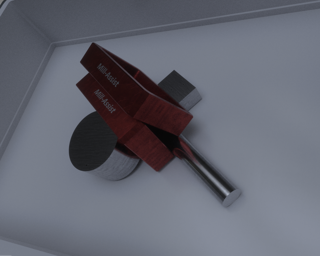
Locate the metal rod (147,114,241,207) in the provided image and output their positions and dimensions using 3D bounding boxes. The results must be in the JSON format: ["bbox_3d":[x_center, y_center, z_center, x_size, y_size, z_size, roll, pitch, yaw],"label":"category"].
[{"bbox_3d":[-0.008,-0.011,0.415,0.025,0.025,0.300,-43,51,-2],"label":"metal rod"}]

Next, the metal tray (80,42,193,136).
[{"bbox_3d":[-0.030,-0.048,0.373,0.030,0.090,0.130,-54,50,12],"label":"metal tray"}]

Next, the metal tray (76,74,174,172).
[{"bbox_3d":[-0.045,-0.011,0.391,0.030,0.090,0.130,-43,51,-1],"label":"metal tray"}]

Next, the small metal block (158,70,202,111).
[{"bbox_3d":[0.019,-0.043,0.419,0.050,0.025,0.050,-42,51,-1],"label":"small metal block"}]

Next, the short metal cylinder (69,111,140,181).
[{"bbox_3d":[-0.070,0.023,0.401,0.080,0.050,0.080,-14,61,28],"label":"short metal cylinder"}]
